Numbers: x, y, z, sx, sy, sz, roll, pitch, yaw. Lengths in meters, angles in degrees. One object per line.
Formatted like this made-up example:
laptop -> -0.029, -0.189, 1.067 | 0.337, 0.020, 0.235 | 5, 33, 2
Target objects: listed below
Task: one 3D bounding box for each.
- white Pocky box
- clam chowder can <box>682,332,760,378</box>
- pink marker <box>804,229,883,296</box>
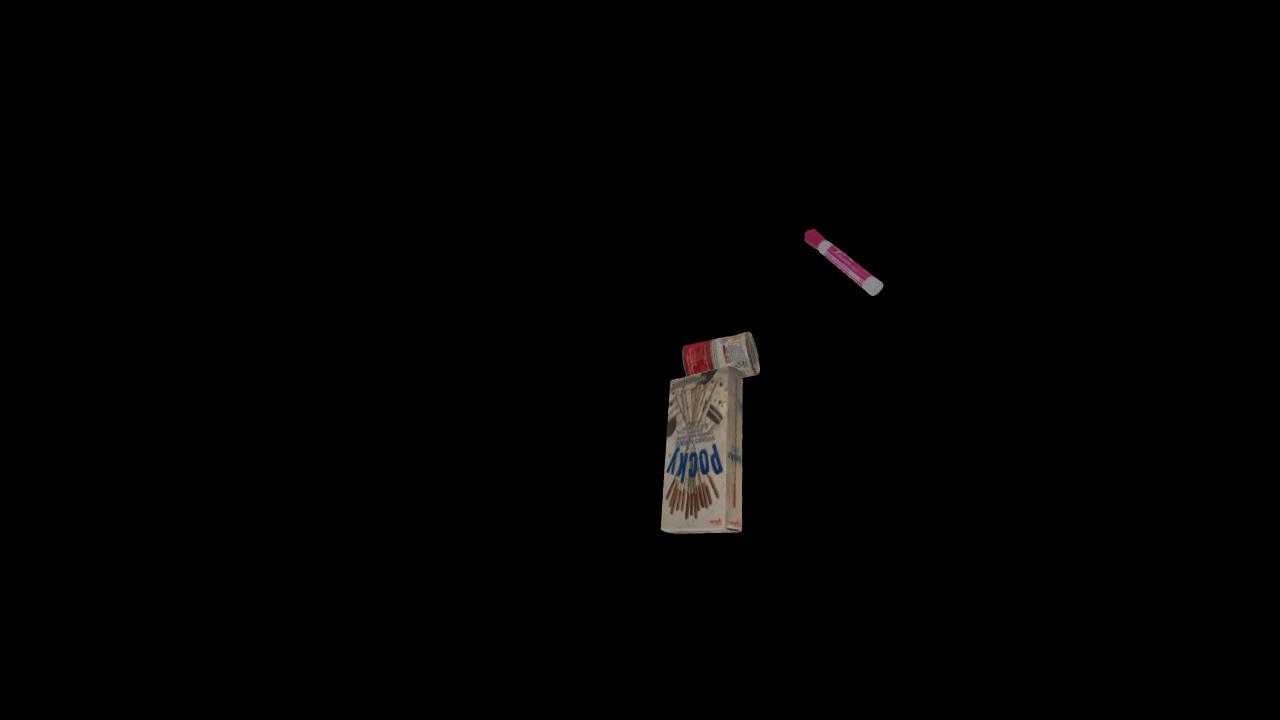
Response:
white Pocky box -> 0.061, 0.087, 0.593 | 0.028, 0.154, 0.084 | 21, -26, -38
clam chowder can -> 0.122, 0.000, 0.923 | 0.102, 0.068, 0.068 | -13, -4, 20
pink marker -> 0.241, -0.120, 0.737 | 0.020, 0.020, 0.121 | 0, 41, -44
